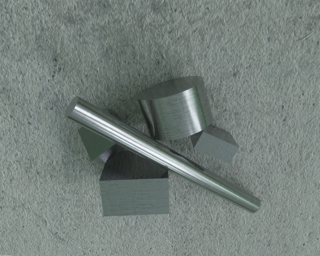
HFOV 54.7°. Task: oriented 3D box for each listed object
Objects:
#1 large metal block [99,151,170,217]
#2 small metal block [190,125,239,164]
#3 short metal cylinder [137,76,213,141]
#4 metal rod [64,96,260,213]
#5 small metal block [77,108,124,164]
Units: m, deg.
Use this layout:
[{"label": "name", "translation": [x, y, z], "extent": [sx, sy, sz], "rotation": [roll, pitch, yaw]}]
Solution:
[{"label": "large metal block", "translation": [-0.030, 0.069, 0.405], "extent": [0.081, 0.080, 0.050], "rotation": [-2, 111, 0]}, {"label": "small metal block", "translation": [0.069, 0.016, 0.403], "extent": [0.050, 0.050, 0.025], "rotation": [24, 108, -9]}, {"label": "short metal cylinder", "translation": [0.018, -0.025, 0.371], "extent": [0.080, 0.080, 0.050], "rotation": [-15, 110, 5]}, {"label": "metal rod", "translation": [0.025, 0.046, 0.379], "extent": [0.301, 0.025, 0.025], "rotation": [31, 108, -30]}, {"label": "small metal block", "translation": [-0.071, 0.011, 0.398], "extent": [0.050, 0.025, 0.050], "rotation": [-36, 64, 12]}]
